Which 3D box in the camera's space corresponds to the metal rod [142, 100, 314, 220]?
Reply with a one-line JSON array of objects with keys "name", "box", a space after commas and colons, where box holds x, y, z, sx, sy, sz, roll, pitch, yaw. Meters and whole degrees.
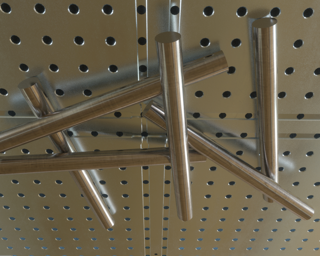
[{"name": "metal rod", "box": [0.105, 0.053, 0.434, 0.301, 0.025, 0.025, 33, 123, -17]}]

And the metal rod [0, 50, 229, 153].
[{"name": "metal rod", "box": [-0.068, -0.027, 0.365, 0.301, 0.025, 0.025, -19, 128, 7]}]

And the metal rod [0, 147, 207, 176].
[{"name": "metal rod", "box": [-0.086, 0.044, 0.421, 0.302, 0.025, 0.025, -3, 131, -9]}]

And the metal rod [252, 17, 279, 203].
[{"name": "metal rod", "box": [0.144, 0.002, 0.413, 0.025, 0.025, 0.299, -11, 130, 9]}]

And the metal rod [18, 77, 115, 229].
[{"name": "metal rod", "box": [-0.124, 0.058, 0.459, 0.025, 0.025, 0.299, -9, 130, 8]}]

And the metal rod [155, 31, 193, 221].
[{"name": "metal rod", "box": [0.024, 0.025, 0.391, 0.025, 0.025, 0.299, -5, 131, 4]}]
